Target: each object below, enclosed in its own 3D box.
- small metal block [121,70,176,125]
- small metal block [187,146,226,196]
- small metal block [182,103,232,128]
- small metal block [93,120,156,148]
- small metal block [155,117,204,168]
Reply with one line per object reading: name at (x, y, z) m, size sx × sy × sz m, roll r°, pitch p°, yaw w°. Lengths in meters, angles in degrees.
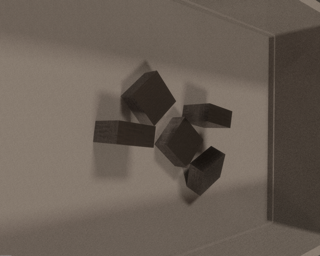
small metal block at (-0.014, -0.037, 0.397) m, size 0.050 × 0.025 × 0.050 m, roll -49°, pitch 120°, yaw -29°
small metal block at (0.067, 0.062, 0.451) m, size 0.050 × 0.025 × 0.050 m, roll -34°, pitch 142°, yaw -35°
small metal block at (0.068, -0.017, 0.450) m, size 0.050 × 0.050 × 0.025 m, roll 14°, pitch 81°, yaw -40°
small metal block at (-0.041, 0.007, 0.357) m, size 0.050 × 0.050 × 0.025 m, roll 9°, pitch 84°, yaw -40°
small metal block at (0.028, 0.020, 0.432) m, size 0.050 × 0.025 × 0.050 m, roll 49°, pitch 61°, yaw -29°
